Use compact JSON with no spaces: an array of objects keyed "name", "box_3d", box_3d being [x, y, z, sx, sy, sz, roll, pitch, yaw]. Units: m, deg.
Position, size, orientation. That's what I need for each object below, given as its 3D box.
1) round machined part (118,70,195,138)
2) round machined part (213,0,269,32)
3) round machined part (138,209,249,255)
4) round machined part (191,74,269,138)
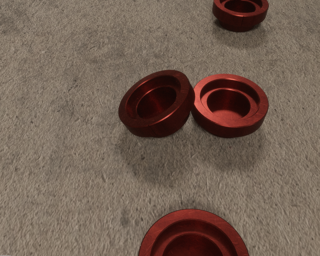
[{"name":"round machined part","box_3d":[0.000,-0.026,0.398,0.098,0.042,0.098,-18,43,18]},{"name":"round machined part","box_3d":[0.146,-0.214,0.574,0.099,0.042,0.098,0,50,0]},{"name":"round machined part","box_3d":[0.030,0.129,0.285,0.099,0.042,0.098,0,50,0]},{"name":"round machined part","box_3d":[0.090,-0.025,0.414,0.099,0.042,0.098,1,50,-1]}]
